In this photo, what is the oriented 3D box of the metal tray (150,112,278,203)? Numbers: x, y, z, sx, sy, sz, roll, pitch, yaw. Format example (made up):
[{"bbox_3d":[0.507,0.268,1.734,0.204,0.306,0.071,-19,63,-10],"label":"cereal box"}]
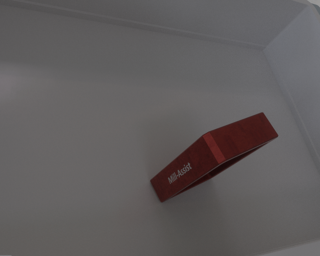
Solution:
[{"bbox_3d":[0.055,0.036,0.346,0.091,0.129,0.030,-17,71,-35],"label":"metal tray"}]
